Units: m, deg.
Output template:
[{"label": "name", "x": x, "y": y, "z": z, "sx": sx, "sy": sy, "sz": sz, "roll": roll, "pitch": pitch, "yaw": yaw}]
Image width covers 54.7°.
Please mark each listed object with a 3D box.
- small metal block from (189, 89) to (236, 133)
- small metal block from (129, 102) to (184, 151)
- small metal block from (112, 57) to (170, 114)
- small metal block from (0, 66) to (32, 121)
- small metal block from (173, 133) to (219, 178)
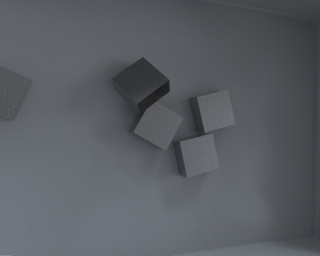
[{"label": "small metal block", "x": 0.074, "y": -0.024, "z": 0.439, "sx": 0.050, "sy": 0.025, "sz": 0.050, "roll": -15, "pitch": 95, "yaw": -20}, {"label": "small metal block", "x": -0.005, "y": -0.004, "z": 0.410, "sx": 0.050, "sy": 0.025, "sz": 0.050, "roll": 31, "pitch": 80, "yaw": -18}, {"label": "small metal block", "x": -0.023, "y": -0.054, "z": 0.390, "sx": 0.050, "sy": 0.025, "sz": 0.050, "roll": -39, "pitch": 67, "yaw": -16}, {"label": "small metal block", "x": -0.178, "y": -0.041, "z": 0.345, "sx": 0.050, "sy": 0.025, "sz": 0.050, "roll": 24, "pitch": 82, "yaw": -19}, {"label": "small metal block", "x": 0.050, "y": 0.037, "z": 0.430, "sx": 0.050, "sy": 0.025, "sz": 0.050, "roll": -13, "pitch": 95, "yaw": -20}]
